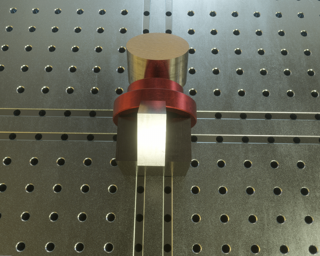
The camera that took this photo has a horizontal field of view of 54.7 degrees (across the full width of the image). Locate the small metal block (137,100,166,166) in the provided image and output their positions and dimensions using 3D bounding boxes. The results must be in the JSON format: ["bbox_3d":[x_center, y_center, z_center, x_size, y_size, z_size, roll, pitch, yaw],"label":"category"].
[{"bbox_3d":[-0.008,0.003,0.301,0.025,0.050,0.050,1,108,0],"label":"small metal block"}]

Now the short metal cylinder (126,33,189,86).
[{"bbox_3d":[-0.003,-0.087,0.412,0.081,0.050,0.080,1,40,-1],"label":"short metal cylinder"}]

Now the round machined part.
[{"bbox_3d":[-0.006,-0.026,0.371,0.099,0.098,0.042,1,70,0],"label":"round machined part"}]

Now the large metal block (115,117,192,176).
[{"bbox_3d":[-0.007,0.025,0.372,0.081,0.080,0.050,1,70,0],"label":"large metal block"}]

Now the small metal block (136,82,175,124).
[{"bbox_3d":[-0.006,-0.034,0.423,0.050,0.025,0.050,1,70,0],"label":"small metal block"}]
